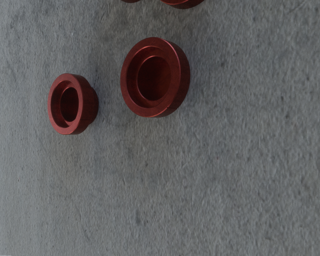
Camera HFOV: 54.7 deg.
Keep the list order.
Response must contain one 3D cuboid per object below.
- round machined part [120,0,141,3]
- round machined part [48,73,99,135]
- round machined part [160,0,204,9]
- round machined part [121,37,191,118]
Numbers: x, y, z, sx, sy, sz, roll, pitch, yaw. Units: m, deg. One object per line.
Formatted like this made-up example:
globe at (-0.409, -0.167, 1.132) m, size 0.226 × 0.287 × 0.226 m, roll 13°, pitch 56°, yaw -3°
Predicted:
round machined part at (-0.047, -0.230, 0.431) m, size 0.098 × 0.042 × 0.097 m, roll 0°, pitch 90°, yaw 39°
round machined part at (-0.138, -0.038, 0.504) m, size 0.098 × 0.042 × 0.097 m, roll 0°, pitch 90°, yaw 39°
round machined part at (0.024, -0.199, 0.372) m, size 0.098 × 0.042 × 0.097 m, roll 0°, pitch 90°, yaw 39°
round machined part at (-0.001, -0.062, 0.393) m, size 0.098 × 0.042 × 0.097 m, roll 0°, pitch 90°, yaw 39°
